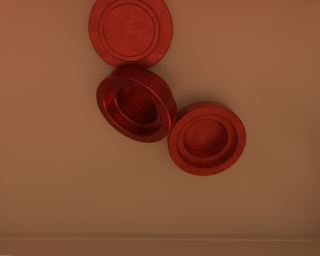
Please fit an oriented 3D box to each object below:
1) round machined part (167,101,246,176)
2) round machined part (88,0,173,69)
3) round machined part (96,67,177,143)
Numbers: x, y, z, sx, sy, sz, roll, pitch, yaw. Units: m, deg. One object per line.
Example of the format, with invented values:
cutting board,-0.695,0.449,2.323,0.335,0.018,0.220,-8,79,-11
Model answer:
round machined part,0.058,0.010,0.404,0.099,0.042,0.097,-2,113,-4
round machined part,-0.034,-0.114,0.360,0.099,0.042,0.097,0,110,-1
round machined part,-0.024,-0.032,0.374,0.098,0.042,0.097,18,138,18
